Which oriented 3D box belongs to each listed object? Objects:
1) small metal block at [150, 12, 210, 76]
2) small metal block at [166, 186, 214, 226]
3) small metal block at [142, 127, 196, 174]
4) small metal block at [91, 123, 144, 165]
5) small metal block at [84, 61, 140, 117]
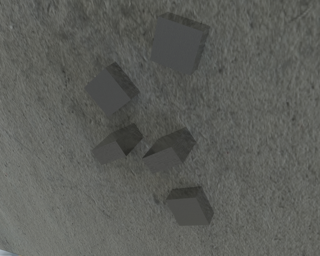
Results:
[{"bbox_3d":[0.021,-0.092,0.338,0.050,0.025,0.050,24,127,13],"label":"small metal block"},{"bbox_3d":[0.044,0.115,0.454,0.050,0.025,0.050,-14,112,33],"label":"small metal block"},{"bbox_3d":[0.012,0.029,0.401,0.050,0.050,0.025,-25,105,36],"label":"small metal block"},{"bbox_3d":[-0.059,0.022,0.434,0.050,0.050,0.025,-22,107,36],"label":"small metal block"},{"bbox_3d":[-0.063,-0.050,0.408,0.050,0.025,0.050,-32,101,38],"label":"small metal block"}]
